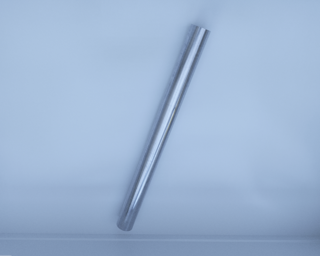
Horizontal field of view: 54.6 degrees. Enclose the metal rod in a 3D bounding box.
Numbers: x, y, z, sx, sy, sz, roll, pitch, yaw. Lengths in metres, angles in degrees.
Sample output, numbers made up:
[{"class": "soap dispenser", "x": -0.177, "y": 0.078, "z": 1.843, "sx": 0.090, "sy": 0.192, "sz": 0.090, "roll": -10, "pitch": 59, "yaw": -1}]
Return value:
[{"class": "metal rod", "x": -0.002, "y": 0.013, "z": 0.413, "sx": 0.025, "sy": 0.025, "sz": 0.298, "roll": 19, "pitch": 109, "yaw": -7}]
